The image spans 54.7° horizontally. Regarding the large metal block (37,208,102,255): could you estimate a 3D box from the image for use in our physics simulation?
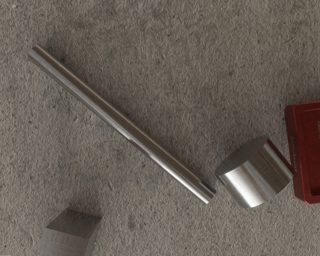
[{"bbox_3d":[-0.114,0.154,0.381,0.050,0.080,0.080,15,90,0],"label":"large metal block"}]

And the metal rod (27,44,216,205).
[{"bbox_3d":[-0.049,-0.004,0.409,0.300,0.025,0.025,40,90,-1],"label":"metal rod"}]

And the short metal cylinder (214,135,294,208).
[{"bbox_3d":[0.115,0.053,0.384,0.080,0.080,0.050,-38,91,0],"label":"short metal cylinder"}]

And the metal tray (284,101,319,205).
[{"bbox_3d":[0.222,0.029,0.410,0.091,0.030,0.129,-7,90,-1],"label":"metal tray"}]
